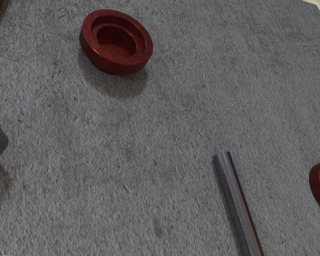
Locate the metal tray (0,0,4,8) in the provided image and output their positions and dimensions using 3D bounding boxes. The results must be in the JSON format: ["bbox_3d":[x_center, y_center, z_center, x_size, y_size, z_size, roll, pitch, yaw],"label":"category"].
[{"bbox_3d":[-0.241,-0.193,0.388,0.091,0.030,0.130,15,55,-20],"label":"metal tray"}]

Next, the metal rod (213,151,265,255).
[{"bbox_3d":[0.116,0.169,0.365,0.025,0.025,0.299,1,61,-28],"label":"metal rod"}]

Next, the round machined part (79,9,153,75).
[{"bbox_3d":[-0.063,-0.113,0.429,0.099,0.042,0.098,14,56,-21],"label":"round machined part"}]

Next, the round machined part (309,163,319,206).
[{"bbox_3d":[0.293,0.095,0.496,0.099,0.042,0.098,14,56,-21],"label":"round machined part"}]

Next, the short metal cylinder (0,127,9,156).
[{"bbox_3d":[-0.182,0.011,0.264,0.081,0.080,0.050,-33,81,-38],"label":"short metal cylinder"}]
